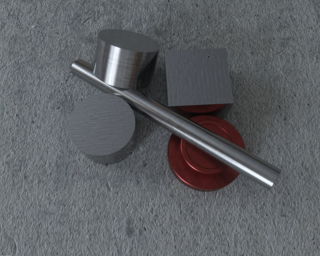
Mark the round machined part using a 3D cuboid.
[{"bbox_3d":[0.059,0.028,0.390,0.099,0.042,0.098,0,70,0],"label":"round machined part"}]

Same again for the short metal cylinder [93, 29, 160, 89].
[{"bbox_3d":[-0.044,-0.092,0.409,0.081,0.050,0.080,12,31,-7],"label":"short metal cylinder"}]

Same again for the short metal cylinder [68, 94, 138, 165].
[{"bbox_3d":[-0.070,0.003,0.395,0.081,0.050,0.080,0,70,0],"label":"short metal cylinder"}]

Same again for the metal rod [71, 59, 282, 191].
[{"bbox_3d":[0.001,-0.016,0.379,0.300,0.025,0.025,31,72,24],"label":"metal rod"}]

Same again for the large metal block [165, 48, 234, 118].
[{"bbox_3d":[0.048,-0.057,0.415,0.081,0.050,0.080,-3,70,-1],"label":"large metal block"}]
